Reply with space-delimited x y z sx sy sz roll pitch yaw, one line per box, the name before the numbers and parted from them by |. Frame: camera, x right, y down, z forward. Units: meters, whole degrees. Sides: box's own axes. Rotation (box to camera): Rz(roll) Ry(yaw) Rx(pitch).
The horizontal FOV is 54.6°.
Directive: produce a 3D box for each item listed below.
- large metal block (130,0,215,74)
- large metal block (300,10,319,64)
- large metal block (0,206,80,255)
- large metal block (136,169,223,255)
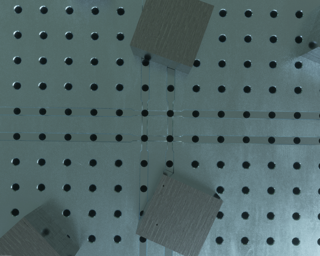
large metal block | 0.015 -0.124 0.401 0.080 0.050 0.080 20 90 0
large metal block | 0.246 -0.121 0.402 0.080 0.050 0.080 23 90 0
large metal block | -0.167 0.163 0.400 0.080 0.050 0.080 -43 90 0
large metal block | 0.024 0.108 0.401 0.080 0.050 0.080 25 90 0
